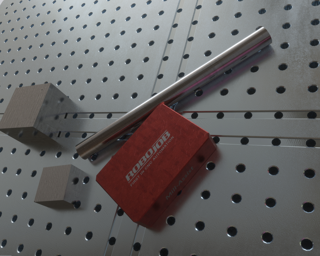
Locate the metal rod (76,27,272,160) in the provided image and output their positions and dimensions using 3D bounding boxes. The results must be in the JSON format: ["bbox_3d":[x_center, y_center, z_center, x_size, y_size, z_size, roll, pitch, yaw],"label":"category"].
[{"bbox_3d":[0.014,-0.044,0.426,0.300,0.025,0.025,-32,52,7],"label":"metal rod"}]

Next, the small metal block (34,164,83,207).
[{"bbox_3d":[-0.141,0.081,0.431,0.050,0.025,0.050,-9,58,23],"label":"small metal block"}]

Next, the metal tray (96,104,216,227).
[{"bbox_3d":[-0.006,0.042,0.381,0.130,0.030,0.090,-49,52,-7],"label":"metal tray"}]

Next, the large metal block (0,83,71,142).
[{"bbox_3d":[-0.206,-0.024,0.512,0.080,0.050,0.080,-3,60,26],"label":"large metal block"}]
